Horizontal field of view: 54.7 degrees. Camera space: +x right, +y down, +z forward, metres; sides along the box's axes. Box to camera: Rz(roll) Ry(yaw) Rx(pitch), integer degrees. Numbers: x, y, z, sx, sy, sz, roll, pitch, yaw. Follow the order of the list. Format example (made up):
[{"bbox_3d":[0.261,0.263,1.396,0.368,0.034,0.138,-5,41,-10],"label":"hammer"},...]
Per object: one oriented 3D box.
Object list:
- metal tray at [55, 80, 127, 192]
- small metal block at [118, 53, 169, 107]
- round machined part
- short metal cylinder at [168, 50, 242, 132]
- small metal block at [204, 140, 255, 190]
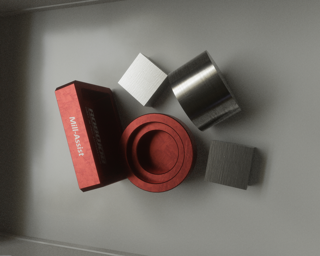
[{"bbox_3d":[-0.081,0.009,0.401,0.030,0.090,0.129,-18,84,19],"label":"metal tray"},{"bbox_3d":[-0.019,-0.063,0.414,0.050,0.025,0.050,42,104,16],"label":"small metal block"},{"bbox_3d":[0.000,0.030,0.397,0.098,0.042,0.097,0,90,19],"label":"round machined part"},{"bbox_3d":[0.053,-0.043,0.361,0.050,0.080,0.080,-31,80,17],"label":"short metal cylinder"},{"bbox_3d":[0.085,0.044,0.378,0.050,0.025,0.050,10,93,20],"label":"small metal block"}]
